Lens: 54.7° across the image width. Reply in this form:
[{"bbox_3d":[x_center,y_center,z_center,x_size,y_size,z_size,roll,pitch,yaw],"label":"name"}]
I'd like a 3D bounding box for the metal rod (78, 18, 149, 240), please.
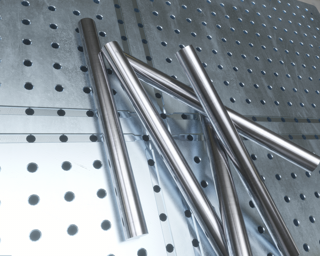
[{"bbox_3d":[-0.065,-0.017,0.384,0.025,0.025,0.299,-3,63,-30],"label":"metal rod"}]

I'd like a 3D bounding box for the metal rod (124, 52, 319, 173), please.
[{"bbox_3d":[0.071,-0.026,0.422,0.301,0.025,0.025,29,51,7],"label":"metal rod"}]

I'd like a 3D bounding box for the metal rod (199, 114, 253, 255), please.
[{"bbox_3d":[0.077,0.046,0.402,0.025,0.025,0.299,11,51,-23],"label":"metal rod"}]

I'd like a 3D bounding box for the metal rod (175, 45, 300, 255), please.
[{"bbox_3d":[0.100,0.032,0.398,0.025,0.025,0.299,-30,93,-38],"label":"metal rod"}]

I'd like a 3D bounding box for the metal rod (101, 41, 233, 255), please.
[{"bbox_3d":[0.006,0.019,0.389,0.025,0.025,0.299,-22,77,-36],"label":"metal rod"}]
